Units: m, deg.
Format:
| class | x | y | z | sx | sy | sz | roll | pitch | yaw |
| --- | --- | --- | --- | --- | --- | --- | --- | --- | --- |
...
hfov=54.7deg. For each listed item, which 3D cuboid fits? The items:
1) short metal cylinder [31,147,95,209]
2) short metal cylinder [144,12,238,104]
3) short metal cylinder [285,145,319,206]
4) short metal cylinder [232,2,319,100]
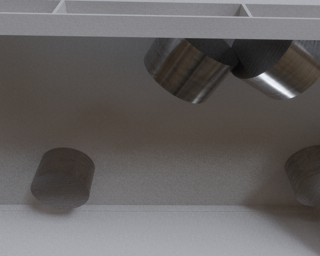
| class | x | y | z | sx | sy | sz | roll | pitch | yaw |
| --- | --- | --- | --- | --- | --- | --- | --- | --- | --- |
| short metal cylinder | -0.140 | 0.074 | 0.454 | 0.081 | 0.050 | 0.079 | 0 | 130 | 0 |
| short metal cylinder | 0.031 | -0.071 | 0.313 | 0.080 | 0.080 | 0.050 | 24 | 126 | -20 |
| short metal cylinder | 0.233 | 0.071 | 0.457 | 0.081 | 0.050 | 0.079 | 0 | 130 | 0 |
| short metal cylinder | 0.116 | -0.074 | 0.308 | 0.050 | 0.080 | 0.080 | 24 | 126 | -28 |
